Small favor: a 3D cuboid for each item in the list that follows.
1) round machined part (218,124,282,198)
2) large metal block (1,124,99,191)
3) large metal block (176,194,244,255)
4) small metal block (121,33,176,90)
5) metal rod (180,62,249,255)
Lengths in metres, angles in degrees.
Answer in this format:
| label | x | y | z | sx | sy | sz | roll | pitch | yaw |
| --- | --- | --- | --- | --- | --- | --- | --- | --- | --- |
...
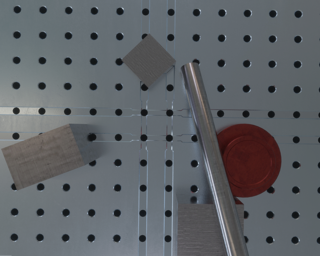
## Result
| label | x | y | z | sx | sy | sz | roll | pitch | yaw |
| --- | --- | --- | --- | --- | --- | --- | --- | --- | --- |
| round machined part | 0.111 | 0.043 | 0.406 | 0.099 | 0.042 | 0.097 | 0 | 90 | 0 |
| large metal block | -0.130 | 0.032 | 0.385 | 0.080 | 0.080 | 0.050 | -21 | 90 | 0 |
| large metal block | 0.062 | 0.132 | 0.401 | 0.081 | 0.050 | 0.079 | 1 | 90 | 0 |
| small metal block | -0.014 | -0.087 | 0.413 | 0.050 | 0.025 | 0.050 | -44 | 90 | 0 |
| metal rod | 0.069 | 0.059 | 0.373 | 0.025 | 0.025 | 0.299 | -12 | 74 | 0 |
